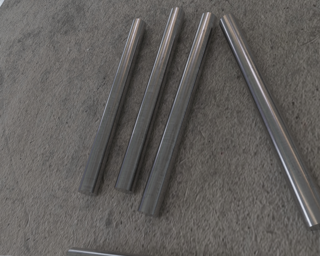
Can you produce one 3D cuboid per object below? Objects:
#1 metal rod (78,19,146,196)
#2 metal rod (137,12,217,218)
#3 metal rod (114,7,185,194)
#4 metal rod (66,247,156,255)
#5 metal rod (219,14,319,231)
[{"bbox_3d":[-0.065,-0.047,0.466,0.025,0.025,0.300,-2,61,27],"label":"metal rod"},{"bbox_3d":[0.030,-0.033,0.408,0.025,0.025,0.300,5,64,30],"label":"metal rod"},{"bbox_3d":[-0.008,-0.054,0.441,0.025,0.025,0.300,1,62,29],"label":"metal rod"},{"bbox_3d":[0.033,0.141,0.299,0.300,0.025,0.025,-5,60,25],"label":"metal rod"},{"bbox_3d":[0.120,-0.033,0.361,0.025,0.025,0.299,-22,54,15],"label":"metal rod"}]
